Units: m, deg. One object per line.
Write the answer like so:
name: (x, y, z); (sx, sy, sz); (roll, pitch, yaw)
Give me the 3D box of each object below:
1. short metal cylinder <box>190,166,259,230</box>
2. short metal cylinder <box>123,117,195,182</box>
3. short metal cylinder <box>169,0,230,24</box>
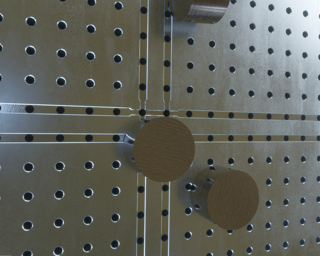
short metal cylinder: (0.090, 0.096, 0.434); (0.081, 0.050, 0.079); (0, 90, -21)
short metal cylinder: (-0.002, 0.026, 0.400); (0.081, 0.050, 0.079); (0, 90, -21)
short metal cylinder: (0.050, -0.178, 0.403); (0.050, 0.080, 0.079); (-4, 92, -20)
